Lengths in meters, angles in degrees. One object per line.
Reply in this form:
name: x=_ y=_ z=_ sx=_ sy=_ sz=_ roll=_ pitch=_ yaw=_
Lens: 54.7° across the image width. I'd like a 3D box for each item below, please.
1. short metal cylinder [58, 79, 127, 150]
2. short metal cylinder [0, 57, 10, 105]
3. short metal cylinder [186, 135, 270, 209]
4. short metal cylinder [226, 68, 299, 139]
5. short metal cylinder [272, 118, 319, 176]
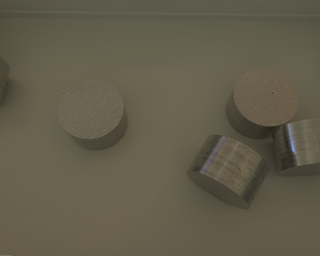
short metal cylinder: x=-0.085 y=-0.016 z=0.401 sx=0.081 sy=0.050 sz=0.080 roll=0 pitch=70 yaw=0
short metal cylinder: x=-0.245 y=-0.065 z=0.402 sx=0.080 sy=0.080 sz=0.050 roll=3 pitch=70 yaw=1
short metal cylinder: x=0.078 y=0.051 z=0.362 sx=0.080 sy=0.080 sz=0.050 roll=31 pitch=73 yaw=10
short metal cylinder: x=0.132 y=-0.031 z=0.408 sx=0.081 sy=0.050 sz=0.080 roll=0 pitch=70 yaw=0
short metal cylinder: x=0.181 y=0.025 z=0.372 sx=0.081 sy=0.080 sz=0.050 roll=-3 pitch=70 yaw=-1
